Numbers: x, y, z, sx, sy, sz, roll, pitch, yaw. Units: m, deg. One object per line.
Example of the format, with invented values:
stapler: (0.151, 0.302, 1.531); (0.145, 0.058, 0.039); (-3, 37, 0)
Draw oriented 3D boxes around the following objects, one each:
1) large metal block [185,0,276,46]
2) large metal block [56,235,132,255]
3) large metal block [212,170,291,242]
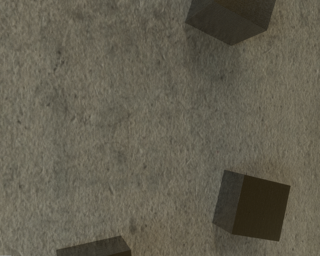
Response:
large metal block: (0.092, -0.159, 0.415); (0.080, 0.080, 0.050); (20, 83, -19)
large metal block: (-0.076, 0.184, 0.369); (0.081, 0.050, 0.079); (-6, 92, -20)
large metal block: (0.131, 0.110, 0.446); (0.081, 0.050, 0.080); (15, 85, -20)
